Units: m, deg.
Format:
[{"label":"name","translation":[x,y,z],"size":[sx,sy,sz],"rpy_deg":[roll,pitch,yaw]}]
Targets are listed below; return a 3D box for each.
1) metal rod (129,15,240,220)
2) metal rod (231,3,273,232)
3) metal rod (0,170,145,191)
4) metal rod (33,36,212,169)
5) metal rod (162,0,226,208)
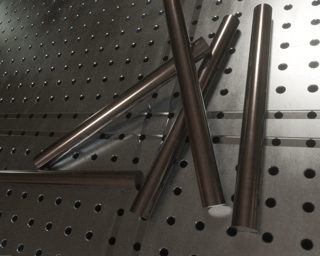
[{"label":"metal rod","translation":[0.040,-0.027,0.402],"size":[0.025,0.025,0.300],"rpy_deg":[15,69,33]},{"label":"metal rod","translation":[0.113,-0.032,0.368],"size":[0.025,0.025,0.300],"rpy_deg":[-1,61,27]},{"label":"metal rod","translation":[-0.160,0.073,0.445],"size":[0.301,0.025,0.025],"rpy_deg":[-4,60,26]},{"label":"metal rod","translation":[-0.060,-0.029,0.439],"size":[0.300,0.025,0.025],"rpy_deg":[-34,52,11]},{"label":"metal rod","translation":[0.035,-0.056,0.377],"size":[0.025,0.025,0.299],"rpy_deg":[-16,70,19]}]
